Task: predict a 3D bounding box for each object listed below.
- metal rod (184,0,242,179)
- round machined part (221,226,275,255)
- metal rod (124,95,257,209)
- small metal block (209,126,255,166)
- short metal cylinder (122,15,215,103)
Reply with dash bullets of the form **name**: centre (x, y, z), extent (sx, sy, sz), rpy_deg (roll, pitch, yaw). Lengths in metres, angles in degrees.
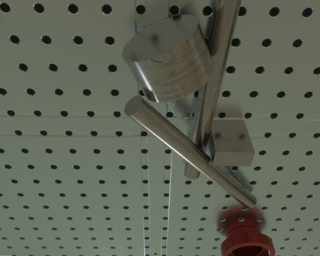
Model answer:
- **metal rod**: centre (0.060, -0.045, 0.373), extent (0.025, 0.025, 0.298), rpy_deg (3, 130, -3)
- **round machined part**: centre (0.165, 0.225, 0.594), extent (0.099, 0.042, 0.097), rpy_deg (0, 130, 0)
- **metal rod**: centre (0.061, 0.049, 0.421), extent (0.025, 0.025, 0.301), rpy_deg (-30, 134, 23)
- **small metal block**: centre (0.094, 0.024, 0.416), extent (0.050, 0.050, 0.025), rpy_deg (2, 130, -2)
- **short metal cylinder**: centre (0.009, -0.071, 0.315), extent (0.080, 0.080, 0.050), rpy_deg (-18, 128, 15)
